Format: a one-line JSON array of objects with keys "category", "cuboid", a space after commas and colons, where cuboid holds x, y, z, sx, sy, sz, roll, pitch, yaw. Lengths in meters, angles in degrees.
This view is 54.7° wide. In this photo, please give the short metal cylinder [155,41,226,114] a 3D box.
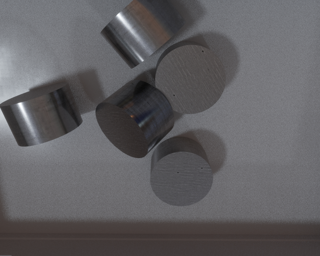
[{"category": "short metal cylinder", "cuboid": [0.035, -0.062, 0.376, 0.081, 0.050, 0.079, 0, 110, -1]}]

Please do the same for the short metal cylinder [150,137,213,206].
[{"category": "short metal cylinder", "cuboid": [0.028, 0.058, 0.420, 0.081, 0.050, 0.079, 0, 110, -1]}]

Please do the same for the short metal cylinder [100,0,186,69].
[{"category": "short metal cylinder", "cuboid": [-0.018, -0.111, 0.341, 0.080, 0.080, 0.050, -38, 106, 12]}]

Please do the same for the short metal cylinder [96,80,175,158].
[{"category": "short metal cylinder", "cuboid": [-0.030, -0.010, 0.371, 0.080, 0.050, 0.080, 28, 143, 24]}]

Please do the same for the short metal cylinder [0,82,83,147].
[{"category": "short metal cylinder", "cuboid": [-0.141, -0.018, 0.373, 0.080, 0.080, 0.050, -15, 110, 5]}]
